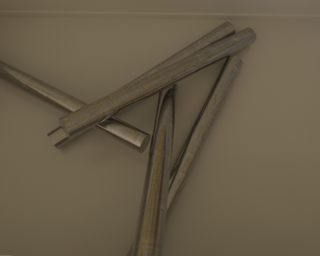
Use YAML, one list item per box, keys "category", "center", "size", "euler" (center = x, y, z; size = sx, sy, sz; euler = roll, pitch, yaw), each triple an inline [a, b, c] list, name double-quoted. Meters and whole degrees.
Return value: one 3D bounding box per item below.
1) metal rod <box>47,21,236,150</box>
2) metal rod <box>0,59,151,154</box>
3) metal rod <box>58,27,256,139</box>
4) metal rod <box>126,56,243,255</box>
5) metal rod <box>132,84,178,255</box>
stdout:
- category: "metal rod"
  center: [-0.017, -0.065, 0.433]
  size: [0.301, 0.025, 0.025]
  euler: [-34, 74, -12]
- category: "metal rod"
  center: [-0.147, -0.045, 0.404]
  size: [0.301, 0.025, 0.025]
  euler: [26, 72, 17]
- category: "metal rod"
  center: [0.015, -0.068, 0.399]
  size: [0.302, 0.025, 0.025]
  euler: [-30, 72, -24]
- category: "metal rod"
  center: [0.039, 0.030, 0.398]
  size: [0.025, 0.025, 0.300]
  euler: [26, 72, 9]
- category: "metal rod"
  center: [-0.002, 0.045, 0.322]
  size: [0.025, 0.025, 0.300]
  euler: [6, 43, 2]
